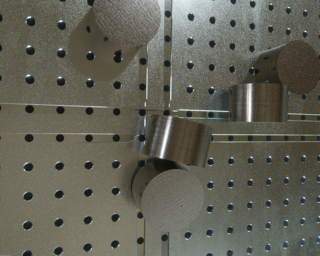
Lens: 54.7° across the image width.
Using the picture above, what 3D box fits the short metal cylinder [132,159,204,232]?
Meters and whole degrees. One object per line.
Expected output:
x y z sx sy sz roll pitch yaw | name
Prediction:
0.009 0.084 0.398 0.081 0.050 0.079 -3 100 -17 | short metal cylinder

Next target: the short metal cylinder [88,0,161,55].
-0.045 -0.134 0.383 0.081 0.050 0.079 0 90 -21 | short metal cylinder

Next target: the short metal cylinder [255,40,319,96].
0.194 -0.088 0.473 0.081 0.050 0.079 0 90 -21 | short metal cylinder

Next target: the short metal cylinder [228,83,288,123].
0.137 -0.033 0.436 0.081 0.080 0.050 1 90 -20 | short metal cylinder

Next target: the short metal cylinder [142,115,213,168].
0.023 0.017 0.393 0.081 0.080 0.050 15 85 -20 | short metal cylinder
